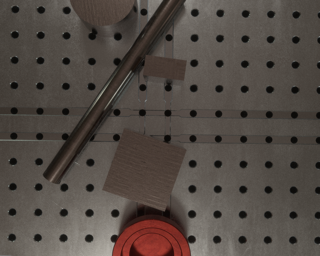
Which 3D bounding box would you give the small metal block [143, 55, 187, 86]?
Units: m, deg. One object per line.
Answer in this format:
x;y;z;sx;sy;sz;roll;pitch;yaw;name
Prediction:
0.006;-0.073;0.401;0.050;0.050;0.025;8;90;-1;small metal block

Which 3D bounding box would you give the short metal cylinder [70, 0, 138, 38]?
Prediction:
-0.070;-0.164;0.400;0.081;0.050;0.079;0;90;-1;short metal cylinder

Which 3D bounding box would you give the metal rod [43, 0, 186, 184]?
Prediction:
-0.059;-0.056;0.412;0.025;0.025;0.299;35;90;-1;metal rod

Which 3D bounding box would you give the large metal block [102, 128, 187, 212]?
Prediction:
-0.019;0.051;0.401;0.080;0.050;0.080;19;90;-1;large metal block

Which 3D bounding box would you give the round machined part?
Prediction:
-0.010;0.162;0.405;0.099;0.042;0.097;0;90;-1;round machined part
